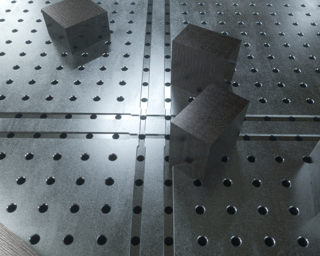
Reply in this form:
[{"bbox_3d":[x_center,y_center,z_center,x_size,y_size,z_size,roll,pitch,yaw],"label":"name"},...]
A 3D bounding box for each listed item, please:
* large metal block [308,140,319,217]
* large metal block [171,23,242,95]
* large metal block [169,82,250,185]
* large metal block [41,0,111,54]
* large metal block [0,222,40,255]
[{"bbox_3d":[0.220,0.058,0.345,0.080,0.050,0.080,9,51,7],"label":"large metal block"},{"bbox_3d":[0.064,-0.094,0.452,0.080,0.080,0.050,25,54,19],"label":"large metal block"},{"bbox_3d":[0.056,0.007,0.367,0.050,0.080,0.080,32,57,23],"label":"large metal block"},{"bbox_3d":[-0.146,-0.185,0.545,0.080,0.050,0.080,-34,58,-26],"label":"large metal block"},{"bbox_3d":[-0.156,0.135,0.276,0.080,0.050,0.080,28,55,21],"label":"large metal block"}]
